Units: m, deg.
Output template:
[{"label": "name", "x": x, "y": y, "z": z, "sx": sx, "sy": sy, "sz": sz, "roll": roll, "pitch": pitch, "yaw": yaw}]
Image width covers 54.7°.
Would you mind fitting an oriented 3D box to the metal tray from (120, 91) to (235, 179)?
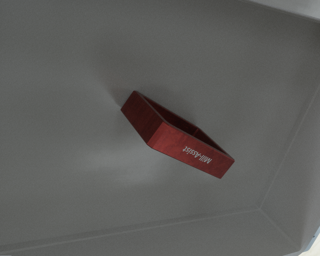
[{"label": "metal tray", "x": 0.023, "y": 0.009, "z": 0.382, "sx": 0.131, "sy": 0.090, "sz": 0.030, "roll": 27, "pitch": 103, "yaw": -38}]
